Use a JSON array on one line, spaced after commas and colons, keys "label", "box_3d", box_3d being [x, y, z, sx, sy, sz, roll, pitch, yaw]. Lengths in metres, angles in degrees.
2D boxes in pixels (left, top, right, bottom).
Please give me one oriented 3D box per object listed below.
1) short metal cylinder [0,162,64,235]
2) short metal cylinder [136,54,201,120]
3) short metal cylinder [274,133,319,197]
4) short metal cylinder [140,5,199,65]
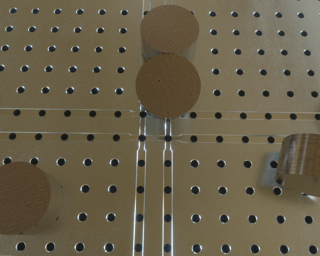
[{"label": "short metal cylinder", "box_3d": [-0.161, 0.084, 0.366, 0.081, 0.050, 0.080, 0, 70, 0]}, {"label": "short metal cylinder", "box_3d": [0.010, -0.051, 0.406, 0.081, 0.050, 0.080, 0, 88, -1]}, {"label": "short metal cylinder", "box_3d": [0.183, 0.046, 0.368, 0.080, 0.080, 0.050, 18, 71, 6]}, {"label": "short metal cylinder", "box_3d": [0.013, -0.128, 0.445, 0.081, 0.050, 0.080, 0, 70, 0]}]
